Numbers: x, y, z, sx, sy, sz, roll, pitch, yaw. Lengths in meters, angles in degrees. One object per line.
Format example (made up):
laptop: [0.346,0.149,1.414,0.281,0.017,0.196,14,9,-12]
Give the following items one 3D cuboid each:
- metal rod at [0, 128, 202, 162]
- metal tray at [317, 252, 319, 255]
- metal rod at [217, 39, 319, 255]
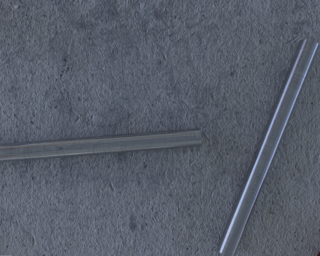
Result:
metal rod: [-0.097,0.024,0.409,0.302,0.025,0.025,-5,90,0]
metal tray: [0.284,0.188,0.410,0.130,0.030,0.090,33,90,0]
metal rod: [0.143,0.027,0.411,0.025,0.025,0.299,22,90,0]
